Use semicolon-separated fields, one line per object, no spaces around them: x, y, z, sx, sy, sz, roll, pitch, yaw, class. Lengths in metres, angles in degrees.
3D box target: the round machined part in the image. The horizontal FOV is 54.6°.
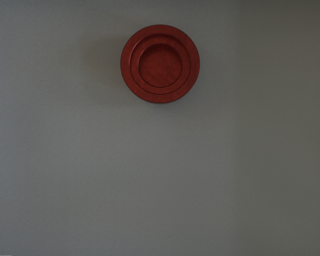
0.000;-0.079;0.403;0.099;0.042;0.097;0;90;0;round machined part
